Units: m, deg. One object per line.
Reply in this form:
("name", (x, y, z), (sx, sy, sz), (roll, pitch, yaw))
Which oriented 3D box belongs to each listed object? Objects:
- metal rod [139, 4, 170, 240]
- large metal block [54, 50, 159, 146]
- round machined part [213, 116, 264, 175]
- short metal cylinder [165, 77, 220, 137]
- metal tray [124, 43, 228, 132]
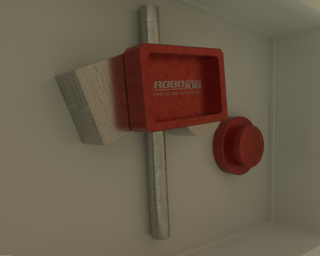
("metal rod", (-0.006, -0.005, 0.402), (0.025, 0.025, 0.298), (-5, 93, -40))
("large metal block", (-0.056, -0.035, 0.345), (0.081, 0.050, 0.080), (-30, 109, -36))
("round machined part", (0.135, 0.030, 0.512), (0.099, 0.042, 0.097), (0, 90, -40))
("short metal cylinder", (0.041, -0.028, 0.427), (0.081, 0.050, 0.079), (0, 90, -40))
("metal tray", (0.024, -0.047, 0.359), (0.131, 0.030, 0.089), (-9, 96, -40))
